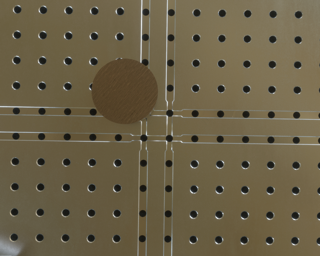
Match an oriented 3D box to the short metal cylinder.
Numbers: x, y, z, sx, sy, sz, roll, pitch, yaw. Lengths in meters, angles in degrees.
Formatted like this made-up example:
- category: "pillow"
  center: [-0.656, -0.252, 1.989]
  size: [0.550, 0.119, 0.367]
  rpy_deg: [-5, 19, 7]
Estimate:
- category: "short metal cylinder"
  center: [-0.043, -0.045, 0.400]
  size: [0.081, 0.050, 0.079]
  rpy_deg: [0, 90, 0]
